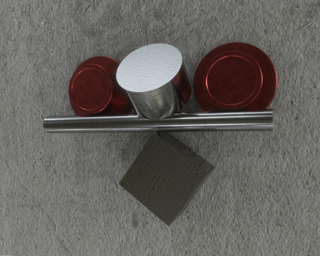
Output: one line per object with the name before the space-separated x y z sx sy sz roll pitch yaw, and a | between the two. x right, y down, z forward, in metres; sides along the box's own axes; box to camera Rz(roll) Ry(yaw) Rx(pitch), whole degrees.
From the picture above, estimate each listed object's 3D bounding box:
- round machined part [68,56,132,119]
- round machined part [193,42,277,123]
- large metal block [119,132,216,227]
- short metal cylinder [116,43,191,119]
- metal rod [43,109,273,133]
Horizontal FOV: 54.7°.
round machined part | -0.086 -0.052 0.431 0.098 0.042 0.097 0 90 20
round machined part | 0.088 -0.054 0.370 0.098 0.042 0.097 0 90 20
large metal block | 0.010 0.060 0.391 0.080 0.050 0.080 37 102 16
short metal cylinder | -0.006 -0.057 0.379 0.080 0.050 0.080 -10 52 13
metal rod | -0.017 -0.007 0.393 0.301 0.025 0.025 -1 90 19
